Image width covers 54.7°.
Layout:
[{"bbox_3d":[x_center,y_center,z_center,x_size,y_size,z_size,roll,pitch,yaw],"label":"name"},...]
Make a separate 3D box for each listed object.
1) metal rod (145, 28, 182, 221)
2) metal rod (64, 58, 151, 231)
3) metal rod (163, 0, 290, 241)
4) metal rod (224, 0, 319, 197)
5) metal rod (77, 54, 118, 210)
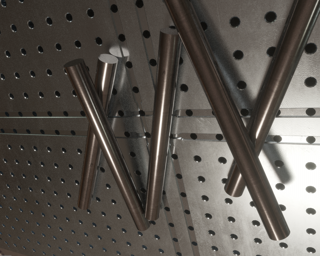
[{"bbox_3d":[0.000,0.017,0.420,0.025,0.025,0.298,18,126,17],"label":"metal rod"},{"bbox_3d":[-0.066,0.043,0.449,0.025,0.025,0.298,1,126,27],"label":"metal rod"},{"bbox_3d":[0.075,-0.010,0.338,0.025,0.025,0.299,-19,101,35],"label":"metal rod"},{"bbox_3d":[0.118,-0.038,0.324,0.025,0.025,0.298,21,126,15],"label":"metal rod"},{"bbox_3d":[-0.102,0.026,0.478,0.025,0.025,0.298,26,128,11],"label":"metal rod"}]
